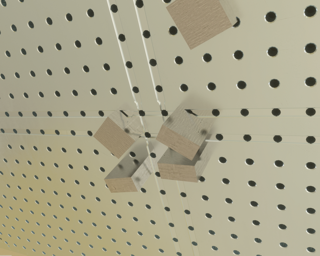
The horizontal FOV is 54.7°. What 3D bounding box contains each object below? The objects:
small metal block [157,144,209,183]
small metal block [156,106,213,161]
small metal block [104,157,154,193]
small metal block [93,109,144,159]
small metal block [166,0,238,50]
[{"bbox_3d":[0.032,0.044,0.404,0.050,0.050,0.025,2,119,27],"label":"small metal block"},{"bbox_3d":[0.031,0.005,0.381,0.050,0.050,0.025,30,128,8],"label":"small metal block"},{"bbox_3d":[-0.046,0.070,0.461,0.050,0.050,0.025,-10,114,32],"label":"small metal block"},{"bbox_3d":[-0.061,0.009,0.447,0.050,0.025,0.050,42,129,-2],"label":"small metal block"},{"bbox_3d":[0.043,-0.116,0.316,0.050,0.025,0.050,-23,106,36],"label":"small metal block"}]
